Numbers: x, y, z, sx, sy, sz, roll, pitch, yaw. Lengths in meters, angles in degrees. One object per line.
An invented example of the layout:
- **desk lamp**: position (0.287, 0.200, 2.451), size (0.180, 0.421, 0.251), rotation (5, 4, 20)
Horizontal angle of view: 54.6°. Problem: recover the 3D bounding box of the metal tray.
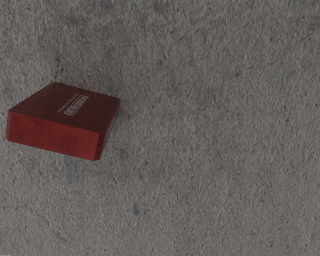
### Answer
- **metal tray**: position (-0.098, -0.014, 0.348), size (0.090, 0.130, 0.030), rotation (14, 110, -5)
